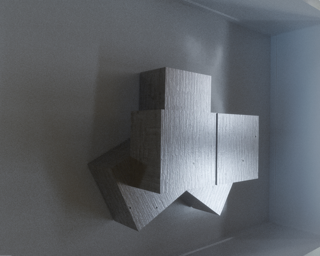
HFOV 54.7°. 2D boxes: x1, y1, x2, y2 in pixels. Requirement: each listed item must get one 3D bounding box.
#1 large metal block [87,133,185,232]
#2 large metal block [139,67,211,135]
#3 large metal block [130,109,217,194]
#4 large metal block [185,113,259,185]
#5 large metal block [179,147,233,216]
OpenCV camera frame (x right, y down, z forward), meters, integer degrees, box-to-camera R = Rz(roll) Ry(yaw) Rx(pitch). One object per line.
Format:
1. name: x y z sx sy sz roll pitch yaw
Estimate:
1. large metal block: -0.025 0.059 0.367 0.081 0.050 0.080 -33 111 -35
2. large metal block: 0.021 -0.031 0.405 0.081 0.050 0.080 2 89 -40
3. large metal block: 0.015 0.022 0.336 0.081 0.050 0.080 1 90 -40
4. large metal block: 0.078 0.024 0.387 0.081 0.050 0.080 1 90 -40
5. large metal block: 0.058 0.064 0.435 0.080 0.050 0.080 41 65 -32
